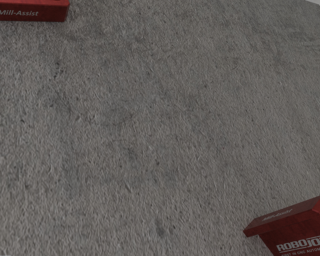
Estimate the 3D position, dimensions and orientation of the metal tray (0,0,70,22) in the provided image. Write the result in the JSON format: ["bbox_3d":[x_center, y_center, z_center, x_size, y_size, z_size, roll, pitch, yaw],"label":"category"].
[{"bbox_3d":[-0.197,-0.185,0.406,0.131,0.030,0.090,-12,68,-33],"label":"metal tray"}]

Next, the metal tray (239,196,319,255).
[{"bbox_3d":[0.163,0.138,0.357,0.030,0.129,0.090,-29,78,-37],"label":"metal tray"}]
